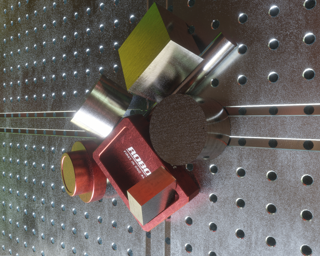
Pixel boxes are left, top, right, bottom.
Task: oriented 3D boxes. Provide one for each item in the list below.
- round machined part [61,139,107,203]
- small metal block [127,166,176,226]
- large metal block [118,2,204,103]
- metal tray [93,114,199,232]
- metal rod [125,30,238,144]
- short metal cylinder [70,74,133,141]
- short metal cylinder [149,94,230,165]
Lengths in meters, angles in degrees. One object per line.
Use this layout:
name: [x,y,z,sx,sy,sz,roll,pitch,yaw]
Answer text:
round machined part: [-0.124,0.068,0.483,0.098,0.042,0.097,14,107,54]
small metal block: [-0.009,0.080,0.362,0.025,0.050,0.050,41,150,30]
large metal block: [-0.003,-0.091,0.380,0.080,0.050,0.080,-44,44,31]
metal tray: [-0.022,0.058,0.406,0.090,0.030,0.130,-45,76,31]
metal rod: [-0.013,-0.009,0.422,0.299,0.025,0.025,-45,63,31]
short metal cylinder: [-0.082,-0.029,0.434,0.080,0.050,0.080,-49,18,22]
short metal cylinder: [0.034,0.002,0.364,0.080,0.050,0.079,0,90,40]
